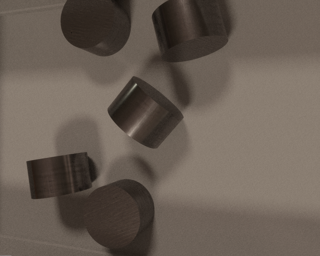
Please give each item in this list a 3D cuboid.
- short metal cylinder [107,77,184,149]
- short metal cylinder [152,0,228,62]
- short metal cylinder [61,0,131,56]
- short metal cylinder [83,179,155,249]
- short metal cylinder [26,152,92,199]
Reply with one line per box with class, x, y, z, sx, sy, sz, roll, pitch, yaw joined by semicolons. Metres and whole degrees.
short metal cylinder;-0.018;-0.020;0.387;0.080;0.080;0.050;43;103;14
short metal cylinder;0.035;-0.116;0.368;0.080;0.080;0.050;-15;85;19
short metal cylinder;-0.087;-0.144;0.427;0.080;0.050;0.079;0;90;19
short metal cylinder;-0.054;0.112;0.415;0.080;0.050;0.079;0;90;19
short metal cylinder;-0.138;0.064;0.429;0.080;0.080;0.050;-10;87;19
